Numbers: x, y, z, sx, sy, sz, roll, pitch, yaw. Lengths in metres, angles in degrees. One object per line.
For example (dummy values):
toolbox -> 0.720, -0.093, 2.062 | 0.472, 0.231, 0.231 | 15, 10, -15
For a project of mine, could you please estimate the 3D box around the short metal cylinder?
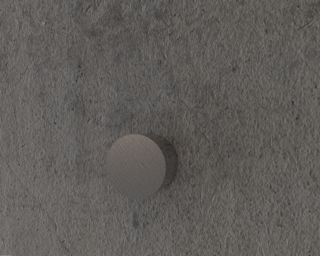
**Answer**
short metal cylinder -> -0.022, 0.047, 0.404 | 0.080, 0.050, 0.080 | 0, 90, 20
